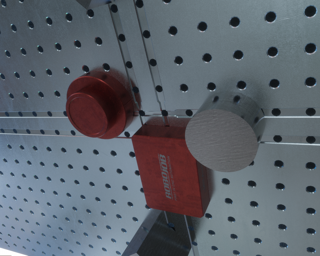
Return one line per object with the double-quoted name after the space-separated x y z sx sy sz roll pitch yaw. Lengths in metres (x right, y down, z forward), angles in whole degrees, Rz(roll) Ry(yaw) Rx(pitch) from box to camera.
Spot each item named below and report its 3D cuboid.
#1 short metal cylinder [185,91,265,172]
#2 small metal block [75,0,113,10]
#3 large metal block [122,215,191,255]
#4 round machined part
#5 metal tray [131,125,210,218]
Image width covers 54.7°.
0.076 0.004 0.357 0.080 0.050 0.079 13 123 21 "short metal cylinder"
-0.063 -0.158 0.329 0.025 0.050 0.050 41 129 0 "small metal block"
-0.006 0.205 0.504 0.080 0.080 0.050 47 129 -5 "large metal block"
-0.090 -0.025 0.430 0.098 0.042 0.097 13 124 20 "round machined part"
0.017 0.061 0.436 0.090 0.030 0.129 4 120 25 "metal tray"
